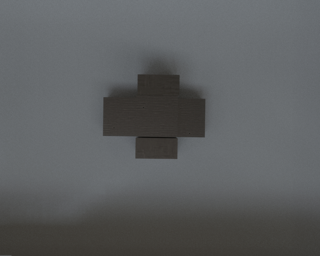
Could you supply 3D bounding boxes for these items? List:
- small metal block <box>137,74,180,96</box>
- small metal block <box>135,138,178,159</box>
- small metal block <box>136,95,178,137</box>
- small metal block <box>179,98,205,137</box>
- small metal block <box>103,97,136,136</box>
[{"bbox_3d":[-0.002,-0.052,0.396,0.050,0.050,0.025,1,90,0],"label":"small metal block"},{"bbox_3d":[-0.004,0.024,0.396,0.050,0.050,0.025,1,90,0],"label":"small metal block"},{"bbox_3d":[-0.004,-0.014,0.384,0.050,0.025,0.050,1,90,-1],"label":"small metal block"},{"bbox_3d":[0.033,-0.013,0.410,0.050,0.025,0.050,1,90,-1],"label":"small metal block"},{"bbox_3d":[-0.047,-0.014,0.409,0.050,0.025,0.050,1,90,0],"label":"small metal block"}]
